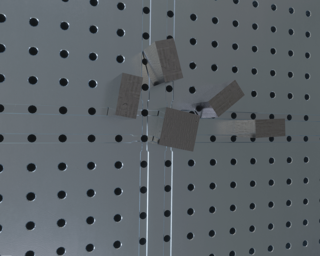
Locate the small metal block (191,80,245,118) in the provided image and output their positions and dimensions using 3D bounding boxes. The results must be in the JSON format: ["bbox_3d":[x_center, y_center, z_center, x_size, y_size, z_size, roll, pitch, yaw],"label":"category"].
[{"bbox_3d":[0.079,-0.039,0.428,0.050,0.050,0.025,-38,103,-16],"label":"small metal block"}]

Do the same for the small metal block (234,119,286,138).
[{"bbox_3d":[0.145,0.000,0.452,0.050,0.050,0.025,-3,91,-20],"label":"small metal block"}]

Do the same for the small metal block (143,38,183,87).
[{"bbox_3d":[0.003,-0.083,0.400,0.025,0.050,0.050,-16,96,-19],"label":"small metal block"}]

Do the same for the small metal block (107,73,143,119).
[{"bbox_3d":[-0.044,-0.037,0.383,0.025,0.050,0.050,11,87,-20],"label":"small metal block"}]

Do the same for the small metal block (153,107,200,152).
[{"bbox_3d":[0.022,0.002,0.421,0.050,0.025,0.050,13,86,-20],"label":"small metal block"}]
